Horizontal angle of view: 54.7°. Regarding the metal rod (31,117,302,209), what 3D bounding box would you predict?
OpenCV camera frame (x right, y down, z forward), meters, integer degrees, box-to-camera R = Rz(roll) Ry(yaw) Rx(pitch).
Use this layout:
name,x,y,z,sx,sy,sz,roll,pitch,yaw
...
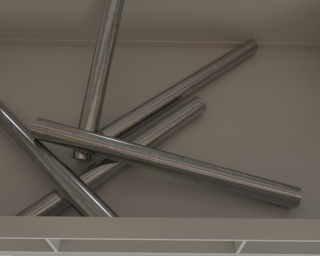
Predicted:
name,x,y,z,sx,sy,sz,roll,pitch,yaw
metal rod,0.005,0.039,0.348,0.302,0.025,0.025,15,51,2

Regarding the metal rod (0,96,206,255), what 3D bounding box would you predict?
name,x,y,z,sx,sy,sz,roll,pitch,yaw
metal rod,-0.057,0.043,0.368,0.302,0.025,0.025,-34,58,-26

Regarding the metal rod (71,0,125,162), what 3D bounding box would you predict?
name,x,y,z,sx,sy,sz,roll,pitch,yaw
metal rod,-0.073,-0.105,0.409,0.025,0.025,0.299,7,76,6

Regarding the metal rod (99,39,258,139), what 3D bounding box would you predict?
name,x,y,z,sx,sy,sz,roll,pitch,yaw
metal rod,0.042,-0.062,0.457,0.302,0.025,0.025,-34,58,-25

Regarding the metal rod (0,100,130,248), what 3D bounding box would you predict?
name,x,y,z,sx,sy,sz,roll,pitch,yaw
metal rod,-0.142,0.027,0.356,0.025,0.025,0.300,-37,52,-27
